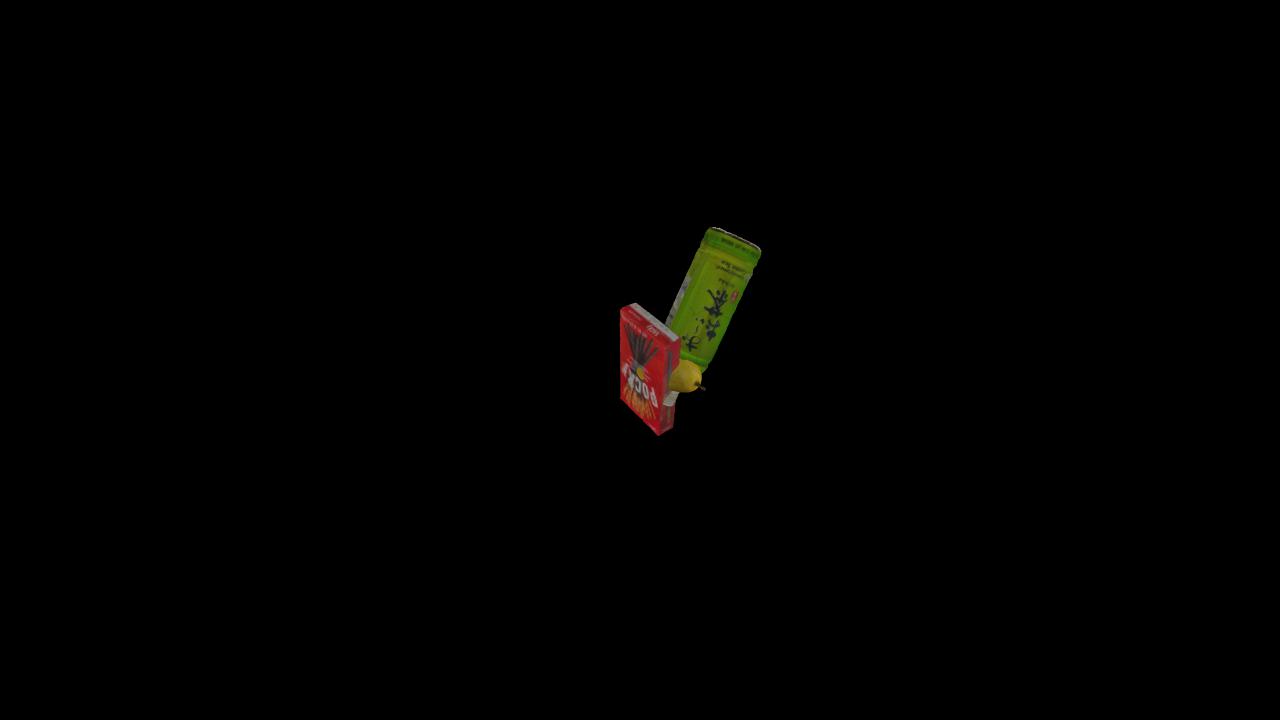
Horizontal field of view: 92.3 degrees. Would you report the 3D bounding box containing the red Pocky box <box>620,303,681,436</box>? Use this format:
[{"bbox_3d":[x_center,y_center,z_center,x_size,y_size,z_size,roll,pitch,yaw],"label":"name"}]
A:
[{"bbox_3d":[0.010,0.014,0.738,0.028,0.155,0.083,-29,52,-28],"label":"red Pocky box"}]

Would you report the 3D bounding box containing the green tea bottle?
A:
[{"bbox_3d":[0.067,-0.046,0.722,0.073,0.212,0.073,24,11,-5],"label":"green tea bottle"}]

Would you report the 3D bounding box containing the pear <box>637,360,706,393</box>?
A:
[{"bbox_3d":[0.044,0.011,0.723,0.080,0.080,0.111,0,37,-47],"label":"pear"}]
